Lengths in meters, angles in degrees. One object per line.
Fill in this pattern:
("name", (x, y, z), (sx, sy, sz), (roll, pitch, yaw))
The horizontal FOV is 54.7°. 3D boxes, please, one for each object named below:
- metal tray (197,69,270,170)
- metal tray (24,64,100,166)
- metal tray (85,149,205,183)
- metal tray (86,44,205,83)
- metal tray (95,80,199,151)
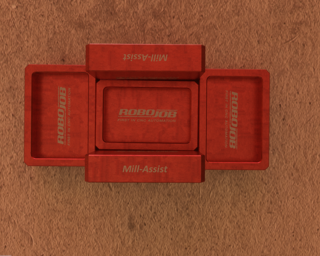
("metal tray", (0.095, -0.011, 0.410), (0.091, 0.030, 0.129), (1, 90, -1))
("metal tray", (-0.127, -0.016, 0.407), (0.091, 0.030, 0.129), (1, 90, -1))
("metal tray", (-0.016, 0.044, 0.377), (0.131, 0.090, 0.030), (0, 90, -1))
("metal tray", (-0.016, -0.076, 0.378), (0.131, 0.090, 0.030), (0, 90, -1))
("metal tray", (-0.017, -0.016, 0.408), (0.131, 0.030, 0.089), (1, 90, -1))
